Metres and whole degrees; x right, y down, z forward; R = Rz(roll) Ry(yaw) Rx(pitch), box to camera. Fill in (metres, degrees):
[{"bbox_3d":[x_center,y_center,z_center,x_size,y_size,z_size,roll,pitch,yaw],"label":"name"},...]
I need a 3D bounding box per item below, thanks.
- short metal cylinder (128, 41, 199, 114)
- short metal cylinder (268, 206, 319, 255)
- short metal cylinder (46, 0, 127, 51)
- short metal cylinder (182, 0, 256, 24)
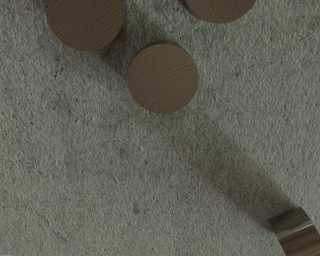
[{"bbox_3d":[0.004,-0.063,0.373,0.081,0.050,0.079,0,110,0],"label":"short metal cylinder"},{"bbox_3d":[0.197,0.160,0.441,0.050,0.080,0.080,-27,108,9],"label":"short metal cylinder"},{"bbox_3d":[-0.079,-0.130,0.348,0.081,0.050,0.079,0,110,0],"label":"short metal cylinder"},{"bbox_3d":[0.064,-0.157,0.339,0.081,0.050,0.079,0,110,0],"label":"short metal cylinder"}]
